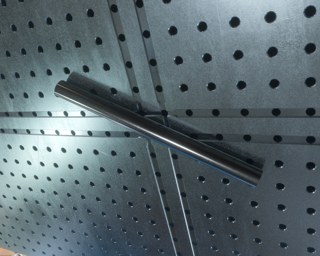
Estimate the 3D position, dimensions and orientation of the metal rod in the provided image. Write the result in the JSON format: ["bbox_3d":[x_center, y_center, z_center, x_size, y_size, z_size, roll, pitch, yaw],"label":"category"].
[{"bbox_3d":[-0.011,0.002,0.417,0.301,0.025,0.025,24,127,12],"label":"metal rod"}]
